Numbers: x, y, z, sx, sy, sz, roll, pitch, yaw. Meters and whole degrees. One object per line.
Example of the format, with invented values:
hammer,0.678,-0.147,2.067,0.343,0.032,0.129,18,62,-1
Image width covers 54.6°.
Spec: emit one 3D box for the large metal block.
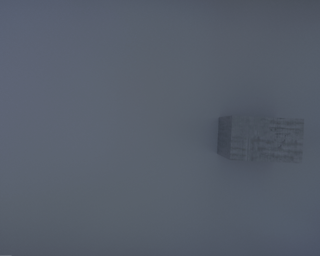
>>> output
large metal block,0.119,0.013,0.385,0.080,0.080,0.050,3,90,0
